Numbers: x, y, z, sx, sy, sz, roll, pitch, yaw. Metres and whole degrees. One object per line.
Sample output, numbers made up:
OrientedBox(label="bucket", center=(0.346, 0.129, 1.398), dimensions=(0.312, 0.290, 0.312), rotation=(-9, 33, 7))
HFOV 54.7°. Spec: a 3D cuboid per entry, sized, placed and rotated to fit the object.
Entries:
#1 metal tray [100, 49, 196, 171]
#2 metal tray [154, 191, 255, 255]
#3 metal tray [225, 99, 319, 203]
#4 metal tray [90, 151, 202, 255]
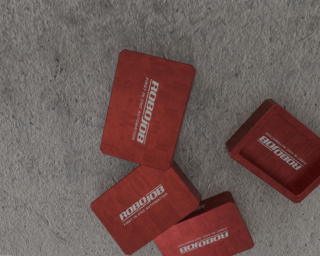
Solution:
OrientedBox(label="metal tray", center=(-0.015, -0.022, 0.379), dimensions=(0.090, 0.030, 0.129), rotation=(15, 101, 7))
OrientedBox(label="metal tray", center=(0.063, 0.160, 0.467), dimensions=(0.130, 0.030, 0.090), rotation=(-24, 109, 8))
OrientedBox(label="metal tray", center=(0.167, 0.033, 0.420), dimensions=(0.130, 0.030, 0.090), rotation=(35, 106, -12))
OrientedBox(label="metal tray", center=(-0.020, 0.102, 0.429), dimensions=(0.130, 0.030, 0.090), rotation=(-39, 86, 13))
